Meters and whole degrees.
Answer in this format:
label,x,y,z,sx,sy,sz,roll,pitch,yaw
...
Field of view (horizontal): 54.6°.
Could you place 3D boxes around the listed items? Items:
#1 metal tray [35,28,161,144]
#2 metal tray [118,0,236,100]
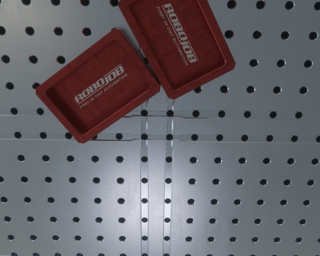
label,x,y,z,sx,sy,sz,roll,pitch,yaw
metal tray,-0.076,-0.051,0.391,0.130,0.030,0.090,-34,107,11
metal tray,0.022,-0.111,0.369,0.090,0.030,0.130,-27,108,9
